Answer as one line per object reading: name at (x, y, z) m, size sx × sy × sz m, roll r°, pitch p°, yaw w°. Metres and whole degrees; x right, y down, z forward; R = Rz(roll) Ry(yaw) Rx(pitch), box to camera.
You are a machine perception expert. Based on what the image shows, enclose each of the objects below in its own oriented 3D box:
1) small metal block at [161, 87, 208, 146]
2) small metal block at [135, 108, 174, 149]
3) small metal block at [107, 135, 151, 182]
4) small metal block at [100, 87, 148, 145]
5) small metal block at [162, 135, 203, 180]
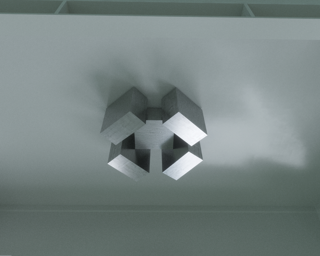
small metal block at (0.029, -0.014, 0.378) m, size 0.025 × 0.050 × 0.050 m, roll -38°, pitch 122°, yaw 26°
small metal block at (-0.007, 0.001, 0.407) m, size 0.050 × 0.025 × 0.050 m, roll 0°, pitch 130°, yaw -1°
small metal block at (-0.040, 0.036, 0.421) m, size 0.025 × 0.050 × 0.050 m, roll -37°, pitch 121°, yaw 28°
small metal block at (-0.043, -0.015, 0.377) m, size 0.050 × 0.050 × 0.025 m, roll -34°, pitch 122°, yaw 26°
small metal block at (0.028, 0.034, 0.418) m, size 0.025 × 0.050 × 0.050 m, roll 33°, pitch 122°, yaw -26°
